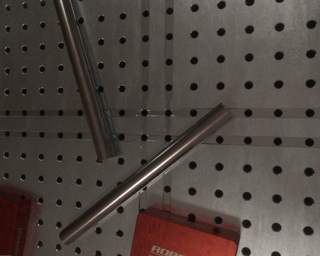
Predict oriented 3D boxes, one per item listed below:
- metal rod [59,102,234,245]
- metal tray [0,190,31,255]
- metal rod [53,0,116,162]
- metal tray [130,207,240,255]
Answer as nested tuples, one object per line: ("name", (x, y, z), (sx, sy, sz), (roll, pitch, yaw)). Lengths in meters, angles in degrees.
("metal rod", (-0.028, 0.070, 0.421), (0.300, 0.025, 0.025), (-40, 78, 15))
("metal tray", (-0.265, 0.170, 0.501), (0.090, 0.030, 0.129), (12, 94, 19))
("metal rod", (-0.118, -0.098, 0.452), (0.025, 0.025, 0.299), (-19, 84, 18))
("metal tray", (0.029, 0.165, 0.399), (0.130, 0.030, 0.089), (12, 94, 19))
